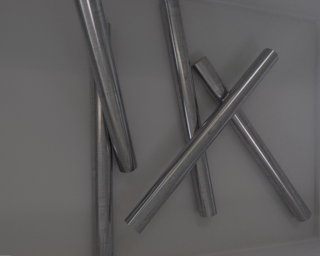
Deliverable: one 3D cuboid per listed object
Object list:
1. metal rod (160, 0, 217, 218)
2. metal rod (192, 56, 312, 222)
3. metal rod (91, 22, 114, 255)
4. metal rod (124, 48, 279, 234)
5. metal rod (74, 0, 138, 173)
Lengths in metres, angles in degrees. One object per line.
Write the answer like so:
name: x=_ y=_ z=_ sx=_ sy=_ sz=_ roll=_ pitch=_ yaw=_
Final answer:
metal rod: x=0.040 y=-0.025 z=0.425 sx=0.025 sy=0.025 sz=0.298 roll=-12 pitch=94 yaw=-20
metal rod: x=0.141 y=0.024 z=0.462 sx=0.025 sy=0.025 sz=0.300 roll=-41 pitch=103 yaw=-15
metal rod: x=-0.072 y=0.021 z=0.383 sx=0.025 sy=0.025 sz=0.298 roll=-1 pitch=90 yaw=-20
metal rod: x=0.062 y=0.007 z=0.405 sx=0.025 sy=0.025 sz=0.300 roll=44 pitch=76 yaw=-15
metal rod: x=-0.061 y=-0.076 z=0.320 sx=0.025 sy=0.025 sz=0.298 roll=-21 pitch=123 yaw=-19
